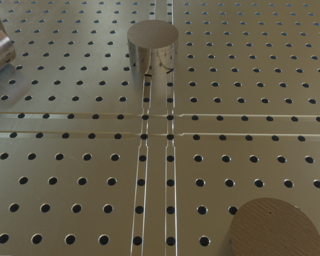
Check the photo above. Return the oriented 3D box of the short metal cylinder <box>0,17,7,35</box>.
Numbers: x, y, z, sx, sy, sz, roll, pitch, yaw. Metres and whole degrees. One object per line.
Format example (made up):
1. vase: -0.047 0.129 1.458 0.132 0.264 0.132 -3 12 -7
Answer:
1. short metal cylinder: -0.316 -0.176 0.537 0.081 0.050 0.080 0 50 0

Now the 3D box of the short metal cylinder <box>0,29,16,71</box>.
1. short metal cylinder: -0.272 -0.121 0.471 0.080 0.080 0.050 20 53 16

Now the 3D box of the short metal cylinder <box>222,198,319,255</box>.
1. short metal cylinder: 0.104 0.114 0.296 0.081 0.050 0.080 0 50 0

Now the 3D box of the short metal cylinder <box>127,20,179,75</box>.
1. short metal cylinder: -0.011 -0.132 0.502 0.081 0.050 0.080 0 50 0
